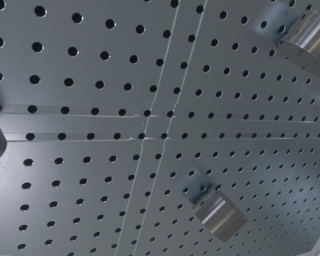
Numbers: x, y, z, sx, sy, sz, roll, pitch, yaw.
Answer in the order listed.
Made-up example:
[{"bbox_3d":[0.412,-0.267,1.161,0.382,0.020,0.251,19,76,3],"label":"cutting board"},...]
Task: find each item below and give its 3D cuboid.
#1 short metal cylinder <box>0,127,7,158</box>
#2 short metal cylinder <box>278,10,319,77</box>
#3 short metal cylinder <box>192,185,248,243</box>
[{"bbox_3d":[-0.189,0.007,0.277,0.081,0.080,0.050,-20,126,-17],"label":"short metal cylinder"},{"bbox_3d":[0.210,-0.113,0.420,0.080,0.080,0.050,32,100,-38],"label":"short metal cylinder"},{"bbox_3d":[0.100,0.142,0.518,0.050,0.080,0.080,-47,129,4],"label":"short metal cylinder"}]
